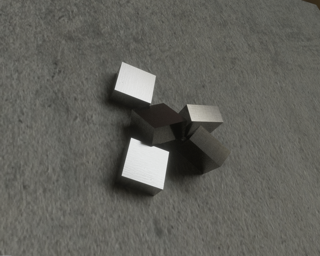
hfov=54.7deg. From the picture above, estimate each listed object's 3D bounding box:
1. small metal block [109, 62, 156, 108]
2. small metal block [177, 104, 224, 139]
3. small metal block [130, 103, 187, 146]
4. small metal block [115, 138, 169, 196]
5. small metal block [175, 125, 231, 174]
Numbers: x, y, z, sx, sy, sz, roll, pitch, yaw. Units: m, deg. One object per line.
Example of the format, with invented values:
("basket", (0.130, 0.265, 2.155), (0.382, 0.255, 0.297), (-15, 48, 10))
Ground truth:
("small metal block", (-0.037, -0.055, 0.419), (0.050, 0.025, 0.050), (20, 54, -17))
("small metal block", (0.048, -0.007, 0.420), (0.050, 0.050, 0.025), (1, 61, -28))
("small metal block", (-0.002, -0.006, 0.393), (0.050, 0.025, 0.050), (-14, 38, -34))
("small metal block", (-0.020, 0.046, 0.366), (0.050, 0.025, 0.050), (22, 54, -16))
("small metal block", (0.054, 0.029, 0.398), (0.050, 0.050, 0.025), (42, 64, 0))
